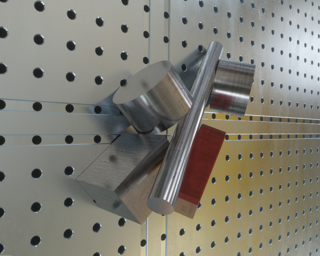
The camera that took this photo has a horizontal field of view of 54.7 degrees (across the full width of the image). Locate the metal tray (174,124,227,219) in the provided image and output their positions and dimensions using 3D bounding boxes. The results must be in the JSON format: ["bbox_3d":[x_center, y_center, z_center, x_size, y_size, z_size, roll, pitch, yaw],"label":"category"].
[{"bbox_3d":[0.047,0.061,0.396,0.130,0.030,0.090,83,31,-67],"label":"metal tray"}]

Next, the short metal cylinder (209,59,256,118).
[{"bbox_3d":[0.107,-0.058,0.459,0.080,0.050,0.080,12,91,-78],"label":"short metal cylinder"}]

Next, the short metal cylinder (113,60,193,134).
[{"bbox_3d":[-0.008,-0.036,0.368,0.080,0.080,0.050,-51,121,-28],"label":"short metal cylinder"}]

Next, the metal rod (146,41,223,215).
[{"bbox_3d":[0.043,-0.028,0.378,0.025,0.025,0.301,54,37,-26],"label":"metal rod"}]

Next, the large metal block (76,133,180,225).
[{"bbox_3d":[-0.033,0.052,0.347,0.080,0.080,0.050,-47,119,-30],"label":"large metal block"}]
